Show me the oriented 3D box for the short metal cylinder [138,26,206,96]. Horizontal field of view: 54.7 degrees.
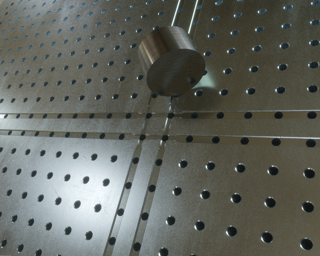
[{"bbox_3d":[0.015,-0.089,0.419,0.080,0.080,0.050,-28,53,10],"label":"short metal cylinder"}]
